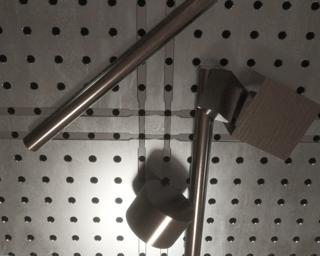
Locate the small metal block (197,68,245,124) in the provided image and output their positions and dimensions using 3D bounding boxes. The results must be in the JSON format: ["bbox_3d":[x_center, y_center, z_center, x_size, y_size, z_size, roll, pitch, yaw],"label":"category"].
[{"bbox_3d":[0.075,-0.038,0.377,0.025,0.050,0.050,17,84,36],"label":"small metal block"}]

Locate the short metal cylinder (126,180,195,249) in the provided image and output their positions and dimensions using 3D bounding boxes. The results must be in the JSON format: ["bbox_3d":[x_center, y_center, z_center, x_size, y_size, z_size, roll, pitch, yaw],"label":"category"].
[{"bbox_3d":[0.000,0.117,0.427,0.080,0.080,0.050,30,107,-11],"label":"short metal cylinder"}]

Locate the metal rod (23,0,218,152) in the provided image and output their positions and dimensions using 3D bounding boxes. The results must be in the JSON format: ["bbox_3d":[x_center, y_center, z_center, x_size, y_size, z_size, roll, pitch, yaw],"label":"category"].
[{"bbox_3d":[-0.058,-0.067,0.387,0.300,0.025,0.025,-37,106,12],"label":"metal rod"}]

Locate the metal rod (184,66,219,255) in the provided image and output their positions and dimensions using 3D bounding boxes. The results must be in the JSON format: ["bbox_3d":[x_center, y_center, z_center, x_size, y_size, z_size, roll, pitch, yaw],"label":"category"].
[{"bbox_3d":[0.056,0.064,0.437,0.025,0.025,0.298,2,110,-1],"label":"metal rod"}]

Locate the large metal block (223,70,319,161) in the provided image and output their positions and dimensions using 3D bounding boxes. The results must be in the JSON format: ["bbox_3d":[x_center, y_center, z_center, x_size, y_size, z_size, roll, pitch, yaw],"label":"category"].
[{"bbox_3d":[0.140,-0.016,0.396,0.080,0.050,0.080,24,108,-9],"label":"large metal block"}]
